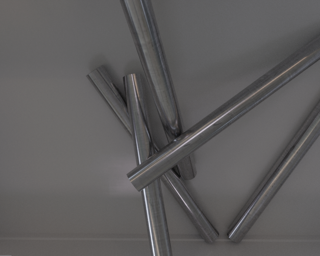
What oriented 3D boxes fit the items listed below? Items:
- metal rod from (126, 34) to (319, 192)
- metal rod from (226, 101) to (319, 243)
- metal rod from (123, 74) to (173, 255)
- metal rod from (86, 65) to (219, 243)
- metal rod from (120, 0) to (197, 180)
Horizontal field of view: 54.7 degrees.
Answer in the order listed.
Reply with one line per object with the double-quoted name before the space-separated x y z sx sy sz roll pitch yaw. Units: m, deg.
"metal rod" 0.091 -0.025 0.361 0.301 0.025 0.025 -36 107 -4
"metal rod" 0.181 0.041 0.427 0.025 0.025 0.298 26 108 -9
"metal rod" -0.010 0.082 0.375 0.025 0.025 0.298 -10 85 3
"metal rod" -0.001 0.047 0.428 0.025 0.025 0.299 -31 108 11
"metal rod" 0.004 -0.036 0.331 0.025 0.025 0.299 -14 135 5
